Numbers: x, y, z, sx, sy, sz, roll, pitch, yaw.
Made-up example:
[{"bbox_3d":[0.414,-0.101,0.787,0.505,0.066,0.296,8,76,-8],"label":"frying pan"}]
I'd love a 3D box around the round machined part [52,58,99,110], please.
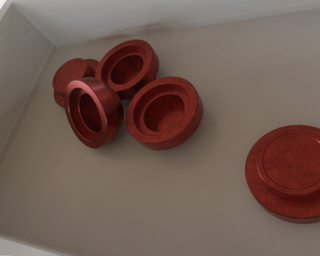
[{"bbox_3d":[-0.138,-0.077,0.515,0.098,0.042,0.098,-13,56,21],"label":"round machined part"}]

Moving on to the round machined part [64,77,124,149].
[{"bbox_3d":[-0.088,-0.023,0.433,0.098,0.097,0.042,25,34,36],"label":"round machined part"}]

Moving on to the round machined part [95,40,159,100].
[{"bbox_3d":[-0.045,-0.083,0.470,0.098,0.042,0.098,-13,56,21],"label":"round machined part"}]

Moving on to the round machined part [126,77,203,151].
[{"bbox_3d":[0.009,-0.015,0.399,0.098,0.042,0.098,-13,56,21],"label":"round machined part"}]

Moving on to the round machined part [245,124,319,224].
[{"bbox_3d":[0.132,0.039,0.301,0.098,0.042,0.098,-13,56,21],"label":"round machined part"}]
